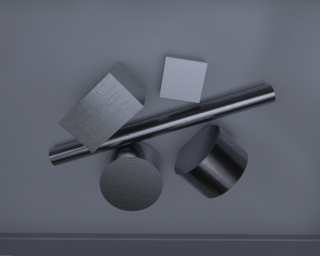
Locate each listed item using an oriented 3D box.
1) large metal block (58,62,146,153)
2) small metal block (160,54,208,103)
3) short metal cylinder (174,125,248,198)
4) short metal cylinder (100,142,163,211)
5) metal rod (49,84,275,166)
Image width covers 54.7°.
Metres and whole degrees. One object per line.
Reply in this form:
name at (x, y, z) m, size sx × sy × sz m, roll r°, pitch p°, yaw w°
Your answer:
large metal block at (-0.064, -0.028, 0.370) m, size 0.080 × 0.080 × 0.050 m, roll -41°, pitch 105°, yaw 13°
small metal block at (0.028, -0.062, 0.387) m, size 0.050 × 0.025 × 0.050 m, roll 8°, pitch 110°, yaw -4°
short metal cylinder at (0.064, 0.042, 0.397) m, size 0.050 × 0.080 × 0.080 m, roll 41°, pitch 105°, yaw -14°
short metal cylinder at (-0.037, 0.064, 0.419) m, size 0.081 × 0.050 × 0.079 m, roll 0°, pitch 110°, yaw -1°
metal rod at (-0.001, -0.002, 0.409) m, size 0.301 × 0.025 × 0.025 m, roll -16°, pitch 110°, yaw 5°
